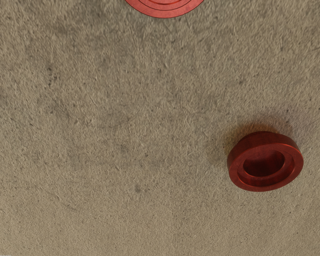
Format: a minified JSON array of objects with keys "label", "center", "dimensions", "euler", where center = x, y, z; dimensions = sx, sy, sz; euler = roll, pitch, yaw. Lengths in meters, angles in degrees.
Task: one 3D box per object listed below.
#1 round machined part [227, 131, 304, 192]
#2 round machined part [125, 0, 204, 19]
[{"label":"round machined part","center":[0.143,0.042,0.433],"dimensions":[0.099,0.042,0.097],"euler":[0,130,0]},{"label":"round machined part","center":[0.004,-0.144,0.273],"dimensions":[0.099,0.042,0.097],"euler":[0,130,0]}]
